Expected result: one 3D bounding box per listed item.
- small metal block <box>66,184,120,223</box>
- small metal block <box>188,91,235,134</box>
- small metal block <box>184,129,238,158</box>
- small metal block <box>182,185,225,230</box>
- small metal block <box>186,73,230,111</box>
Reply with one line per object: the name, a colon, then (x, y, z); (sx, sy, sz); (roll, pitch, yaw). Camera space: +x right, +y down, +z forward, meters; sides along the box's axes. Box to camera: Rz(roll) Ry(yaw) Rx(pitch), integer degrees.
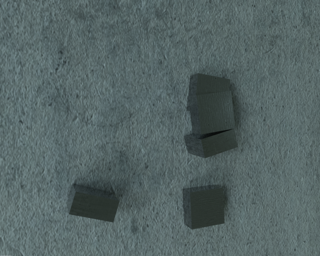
small metal block: (-0.081, 0.088, 0.366); (0.050, 0.050, 0.025); (17, 84, -19)
small metal block: (0.068, -0.021, 0.408); (0.050, 0.025, 0.050); (-9, 96, -19)
small metal block: (0.068, 0.018, 0.420); (0.050, 0.050, 0.025); (-16, 99, -19)
small metal block: (0.061, 0.109, 0.431); (0.050, 0.025, 0.050); (-3, 91, -20)
small metal block: (0.068, -0.046, 0.434); (0.050, 0.025, 0.050); (7, 88, -20)
